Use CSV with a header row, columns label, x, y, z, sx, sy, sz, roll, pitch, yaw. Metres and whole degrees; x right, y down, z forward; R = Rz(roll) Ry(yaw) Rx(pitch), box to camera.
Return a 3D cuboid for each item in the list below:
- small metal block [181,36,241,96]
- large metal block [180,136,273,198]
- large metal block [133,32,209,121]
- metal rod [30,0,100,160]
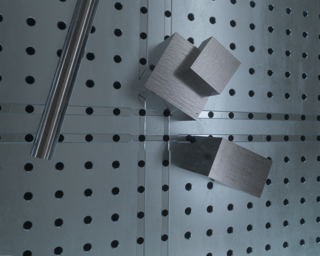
label,x,y,z,sx,sy,sz,roll,pitch,yaw
small metal block,0.064,-0.076,0.384,0.050,0.025,0.050,38,78,-17
large metal block,0.087,0.050,0.417,0.080,0.080,0.050,24,82,-19
large metal block,0.024,-0.064,0.409,0.080,0.050,0.080,32,79,-18
metal rod,-0.100,-0.109,0.375,0.025,0.025,0.299,17,84,-20
